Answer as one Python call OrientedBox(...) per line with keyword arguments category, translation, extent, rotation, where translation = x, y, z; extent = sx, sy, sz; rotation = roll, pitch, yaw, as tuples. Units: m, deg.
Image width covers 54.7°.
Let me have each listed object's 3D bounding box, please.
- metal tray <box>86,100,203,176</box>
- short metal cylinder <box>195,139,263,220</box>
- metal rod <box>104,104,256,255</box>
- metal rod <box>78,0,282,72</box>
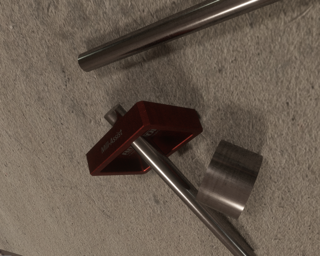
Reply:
OrientedBox(category="metal tray", translation=(-0.022, 0.019, 0.387), extent=(0.129, 0.091, 0.030), rotation=(-41, 57, 39))
OrientedBox(category="short metal cylinder", translation=(0.081, 0.060, 0.365), extent=(0.050, 0.080, 0.079), rotation=(23, 127, 14))
OrientedBox(category="metal rod", translation=(0.037, 0.087, 0.414), extent=(0.025, 0.025, 0.300), rotation=(-28, 111, 37))
OrientedBox(category="metal rod", translation=(0.027, -0.110, 0.323), extent=(0.300, 0.025, 0.025), rotation=(-11, 113, 32))
